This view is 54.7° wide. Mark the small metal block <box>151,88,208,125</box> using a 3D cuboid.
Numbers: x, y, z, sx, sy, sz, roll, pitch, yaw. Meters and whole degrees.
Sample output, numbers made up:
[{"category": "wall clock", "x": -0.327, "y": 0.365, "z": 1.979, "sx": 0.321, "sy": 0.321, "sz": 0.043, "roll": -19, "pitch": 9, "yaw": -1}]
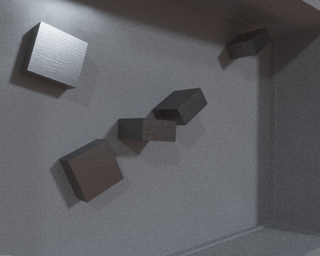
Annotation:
[{"category": "small metal block", "x": 0.026, "y": -0.028, "z": 0.412, "sx": 0.050, "sy": 0.050, "sz": 0.025, "roll": -43, "pitch": 116, "yaw": -32}]

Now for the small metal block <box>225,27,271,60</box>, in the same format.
[{"category": "small metal block", "x": 0.146, "y": -0.139, "z": 0.512, "sx": 0.050, "sy": 0.050, "sz": 0.025, "roll": -42, "pitch": 116, "yaw": -32}]

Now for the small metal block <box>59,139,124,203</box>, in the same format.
[{"category": "small metal block", "x": -0.075, "y": 0.046, "z": 0.344, "sx": 0.050, "sy": 0.025, "sz": 0.050, "roll": -31, "pitch": 109, "yaw": -36}]

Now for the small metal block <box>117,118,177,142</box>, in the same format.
[{"category": "small metal block", "x": -0.016, "y": 0.003, "z": 0.377, "sx": 0.050, "sy": 0.050, "sz": 0.025, "roll": 5, "pitch": 87, "yaw": -40}]

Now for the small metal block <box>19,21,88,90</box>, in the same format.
[{"category": "small metal block", "x": -0.108, "y": -0.072, "z": 0.316, "sx": 0.050, "sy": 0.025, "sz": 0.050, "roll": 19, "pitch": 78, "yaw": -39}]
